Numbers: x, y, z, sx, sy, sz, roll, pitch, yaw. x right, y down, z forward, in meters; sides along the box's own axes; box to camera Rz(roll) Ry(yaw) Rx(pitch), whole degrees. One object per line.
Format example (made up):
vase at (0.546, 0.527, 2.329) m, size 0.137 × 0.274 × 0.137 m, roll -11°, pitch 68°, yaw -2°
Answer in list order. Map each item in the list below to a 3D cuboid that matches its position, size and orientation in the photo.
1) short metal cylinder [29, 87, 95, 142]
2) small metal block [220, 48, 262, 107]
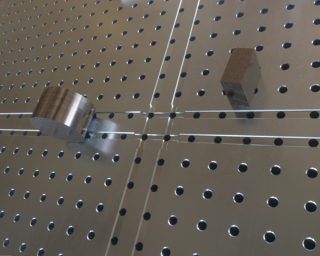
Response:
short metal cylinder at (-0.143, -0.018, 0.459) m, size 0.080 × 0.080 × 0.050 m, roll 2°, pitch 63°, yaw 29°
small metal block at (0.100, -0.061, 0.377) m, size 0.025 × 0.050 × 0.050 m, roll 12°, pitch 68°, yaw 33°
